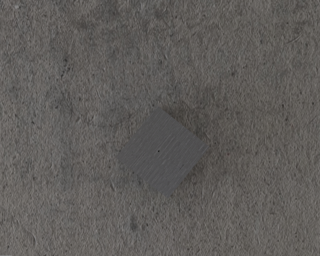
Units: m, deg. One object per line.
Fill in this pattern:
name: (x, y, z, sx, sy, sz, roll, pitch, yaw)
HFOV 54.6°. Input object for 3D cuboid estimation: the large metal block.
large metal block: (0.003, 0.029, 0.398, 0.080, 0.050, 0.080, 39, 90, 0)
